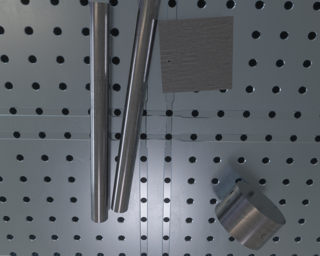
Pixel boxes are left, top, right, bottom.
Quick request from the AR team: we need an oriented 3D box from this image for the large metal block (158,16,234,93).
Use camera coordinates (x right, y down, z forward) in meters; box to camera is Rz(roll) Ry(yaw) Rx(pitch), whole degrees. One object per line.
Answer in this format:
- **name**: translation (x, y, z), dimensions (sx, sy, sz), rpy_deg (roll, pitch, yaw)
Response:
- **large metal block**: translation (0.041, -0.088, 0.368), dimensions (0.080, 0.050, 0.079), rpy_deg (-3, 110, 1)

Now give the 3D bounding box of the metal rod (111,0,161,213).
- **metal rod**: translation (-0.035, -0.020, 0.405), dimensions (0.025, 0.025, 0.298), rpy_deg (9, 110, -4)

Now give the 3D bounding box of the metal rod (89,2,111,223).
- **metal rod**: translation (-0.080, -0.006, 0.410), dimensions (0.025, 0.025, 0.298), rpy_deg (4, 110, -2)

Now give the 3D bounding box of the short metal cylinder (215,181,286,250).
- **short metal cylinder**: translation (0.124, 0.119, 0.429), dimensions (0.080, 0.080, 0.050), rpy_deg (32, 107, -11)
